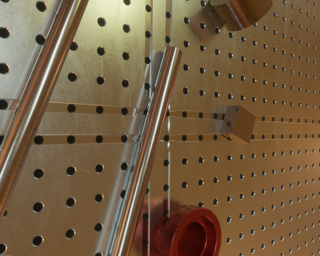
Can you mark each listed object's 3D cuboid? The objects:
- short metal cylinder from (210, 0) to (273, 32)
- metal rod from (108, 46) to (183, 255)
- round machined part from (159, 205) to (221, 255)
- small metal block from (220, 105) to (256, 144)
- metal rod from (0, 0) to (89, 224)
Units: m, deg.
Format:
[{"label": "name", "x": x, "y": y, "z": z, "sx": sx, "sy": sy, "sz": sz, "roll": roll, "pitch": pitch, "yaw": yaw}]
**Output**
[{"label": "short metal cylinder", "x": 0.125, "y": -0.196, "z": 0.477, "sx": 0.050, "sy": 0.080, "sz": 0.080, "roll": 45, "pitch": 63, "yaw": -31}, {"label": "metal rod", "x": -0.019, "y": 0.036, "z": 0.393, "sx": 0.025, "sy": 0.025, "sz": 0.299, "roll": 24, "pitch": 75, "yaw": -38}, {"label": "round machined part", "x": 0.037, "y": 0.156, "z": 0.430, "sx": 0.099, "sy": 0.042, "sz": 0.097, "roll": 0, "pitch": 90, "yaw": -40}, {"label": "small metal block", "x": 0.132, "y": -0.005, "z": 0.519, "sx": 0.050, "sy": 0.025, "sz": 0.050, "roll": 27, "pitch": 73, "yaw": -37}, {"label": "metal rod", "x": -0.119, "y": -0.042, "z": 0.308, "sx": 0.025, "sy": 0.025, "sz": 0.299, "roll": 27, "pitch": 73, "yaw": -37}]
